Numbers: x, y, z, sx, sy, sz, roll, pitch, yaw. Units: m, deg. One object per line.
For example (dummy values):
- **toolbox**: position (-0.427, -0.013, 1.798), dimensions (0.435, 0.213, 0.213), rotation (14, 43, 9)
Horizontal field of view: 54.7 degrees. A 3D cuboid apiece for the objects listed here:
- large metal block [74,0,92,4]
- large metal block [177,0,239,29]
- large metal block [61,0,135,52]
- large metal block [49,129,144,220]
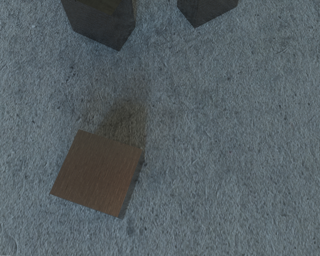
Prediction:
- **large metal block**: position (-0.108, -0.252, 0.486), dimensions (0.081, 0.050, 0.080), rotation (-16, 71, -6)
- **large metal block**: position (0.074, -0.206, 0.455), dimensions (0.080, 0.080, 0.050), rotation (-30, 73, -10)
- **large metal block**: position (-0.085, -0.165, 0.439), dimensions (0.080, 0.080, 0.050), rotation (26, 72, 9)
- **large metal block**: position (-0.071, 0.057, 0.373), dimensions (0.080, 0.050, 0.080), rotation (17, 71, 6)
